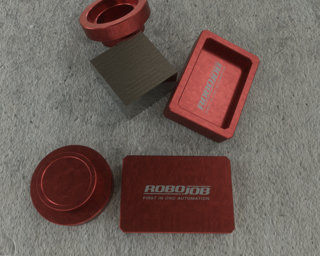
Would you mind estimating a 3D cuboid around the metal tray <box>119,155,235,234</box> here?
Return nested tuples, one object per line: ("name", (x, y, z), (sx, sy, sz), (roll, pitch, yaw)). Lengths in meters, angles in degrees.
("metal tray", (0.020, 0.081, 0.376), (0.131, 0.030, 0.090), (1, 70, 0))

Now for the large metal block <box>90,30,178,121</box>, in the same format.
("large metal block", (-0.034, -0.071, 0.420), (0.080, 0.050, 0.080), (-36, 75, -12))

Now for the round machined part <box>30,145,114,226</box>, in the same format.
("round machined part", (-0.107, 0.067, 0.373), (0.099, 0.042, 0.098), (0, 70, -1))

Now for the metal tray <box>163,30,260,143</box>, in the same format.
("metal tray", (0.071, -0.056, 0.415), (0.090, 0.030, 0.130), (26, 71, -6))

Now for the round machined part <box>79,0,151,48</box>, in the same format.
("round machined part", (-0.060, -0.152, 0.441), (0.098, 0.042, 0.098), (-10, 47, 12))
